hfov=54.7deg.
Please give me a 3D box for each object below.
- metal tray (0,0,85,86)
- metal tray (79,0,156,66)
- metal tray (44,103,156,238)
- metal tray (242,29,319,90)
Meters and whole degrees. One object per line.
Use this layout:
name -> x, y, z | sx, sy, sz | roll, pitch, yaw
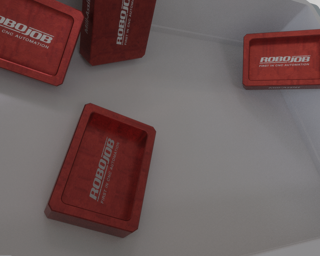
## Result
metal tray -> -0.162, -0.111, 0.348 | 0.131, 0.030, 0.089 | 18, 98, -18
metal tray -> -0.052, -0.149, 0.399 | 0.091, 0.129, 0.030 | -19, 51, -35
metal tray -> -0.060, 0.044, 0.343 | 0.091, 0.030, 0.130 | 21, 54, -16
metal tray -> 0.205, -0.111, 0.510 | 0.130, 0.030, 0.090 | 1, 85, 17
